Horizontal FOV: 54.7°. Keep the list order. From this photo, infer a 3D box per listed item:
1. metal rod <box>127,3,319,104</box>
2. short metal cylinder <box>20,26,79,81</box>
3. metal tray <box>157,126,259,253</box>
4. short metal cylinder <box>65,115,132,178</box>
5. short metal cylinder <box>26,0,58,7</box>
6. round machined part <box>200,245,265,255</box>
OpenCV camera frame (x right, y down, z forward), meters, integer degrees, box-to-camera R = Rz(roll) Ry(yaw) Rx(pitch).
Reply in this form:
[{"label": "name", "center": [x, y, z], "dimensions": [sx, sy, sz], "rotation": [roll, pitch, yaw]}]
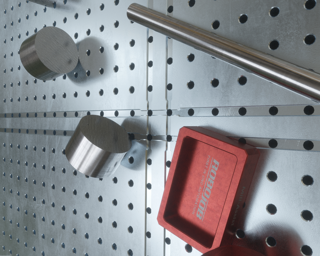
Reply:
[{"label": "metal rod", "center": [0.065, -0.094, 0.355], "dimensions": [0.300, 0.025, 0.025], "rotation": [35, 112, 34]}, {"label": "short metal cylinder", "center": [-0.188, -0.126, 0.530], "dimensions": [0.050, 0.081, 0.080], "rotation": [-11, 83, 39]}, {"label": "metal tray", "center": [0.052, 0.071, 0.363], "dimensions": [0.090, 0.030, 0.129], "rotation": [22, 104, 37]}, {"label": "short metal cylinder", "center": [-0.088, 0.026, 0.447], "dimensions": [0.080, 0.081, 0.050], "rotation": [50, 119, 28]}, {"label": "short metal cylinder", "center": [-0.227, -0.275, 0.581], "dimensions": [0.080, 0.050, 0.080], "rotation": [0, 90, 40]}, {"label": "round machined part", "center": [0.076, 0.161, 0.316], "dimensions": [0.098, 0.042, 0.097], "rotation": [2, 108, 7]}]
